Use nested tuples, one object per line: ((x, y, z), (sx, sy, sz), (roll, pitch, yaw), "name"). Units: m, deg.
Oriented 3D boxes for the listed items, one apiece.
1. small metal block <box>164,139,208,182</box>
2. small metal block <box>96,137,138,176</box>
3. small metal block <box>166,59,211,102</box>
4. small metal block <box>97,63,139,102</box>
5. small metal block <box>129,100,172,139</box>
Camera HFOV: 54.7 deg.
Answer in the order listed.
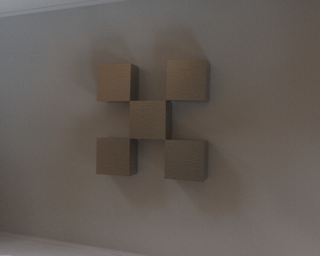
((0.034, 0.040, 0.396), (0.050, 0.025, 0.050), (1, 91, 20), "small metal block")
((-0.060, 0.039, 0.429), (0.050, 0.025, 0.050), (1, 90, 20), "small metal block")
((0.036, -0.059, 0.395), (0.050, 0.025, 0.050), (3, 91, 20), "small metal block")
((-0.058, -0.061, 0.429), (0.050, 0.025, 0.050), (2, 91, 20), "small metal block")
((-0.012, -0.011, 0.412), (0.050, 0.025, 0.050), (1, 90, 20), "small metal block")
